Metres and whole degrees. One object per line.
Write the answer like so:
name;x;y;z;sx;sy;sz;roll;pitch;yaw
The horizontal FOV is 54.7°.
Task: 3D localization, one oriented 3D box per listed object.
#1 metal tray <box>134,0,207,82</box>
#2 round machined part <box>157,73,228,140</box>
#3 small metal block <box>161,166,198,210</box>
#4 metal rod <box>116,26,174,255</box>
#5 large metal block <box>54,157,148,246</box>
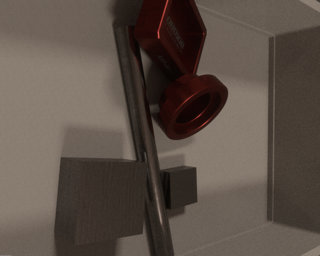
metal tray;0.020;-0.119;0.386;0.130;0.030;0.090;39;64;-62
round machined part;0.038;-0.032;0.407;0.099;0.042;0.098;-28;151;-17
small metal block;0.025;0.081;0.430;0.050;0.025;0.050;-4;93;-40
metal rod;-0.017;0.025;0.394;0.025;0.025;0.298;-16;100;-39
large metal block;-0.063;0.075;0.339;0.081;0.050;0.080;7;86;-40
